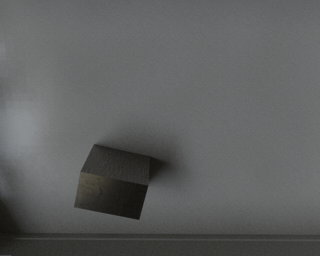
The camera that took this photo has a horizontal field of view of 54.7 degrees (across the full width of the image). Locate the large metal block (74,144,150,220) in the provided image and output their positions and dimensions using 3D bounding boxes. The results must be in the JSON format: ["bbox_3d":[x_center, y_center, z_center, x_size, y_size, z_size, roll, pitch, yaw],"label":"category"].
[{"bbox_3d":[-0.059,0.068,0.406,0.081,0.080,0.050,13,110,-5],"label":"large metal block"}]
